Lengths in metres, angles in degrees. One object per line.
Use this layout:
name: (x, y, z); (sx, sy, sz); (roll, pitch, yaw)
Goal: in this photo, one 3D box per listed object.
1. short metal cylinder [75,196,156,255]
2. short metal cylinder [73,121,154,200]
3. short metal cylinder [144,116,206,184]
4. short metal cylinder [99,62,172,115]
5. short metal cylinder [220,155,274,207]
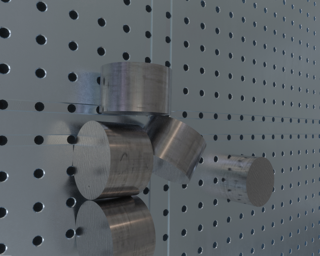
short metal cylinder: (-0.049, 0.114, 0.332); (0.050, 0.080, 0.080); (0, 90, -40)
short metal cylinder: (-0.052, 0.034, 0.330); (0.050, 0.080, 0.080); (5, 87, -40)
short metal cylinder: (0.010, 0.028, 0.381); (0.080, 0.080, 0.050); (43, 64, -32)
short metal cylinder: (-0.027, -0.041, 0.350); (0.081, 0.080, 0.050); (2, 89, -40)
short metal cylinder: (0.146, 0.086, 0.515); (0.081, 0.050, 0.079); (0, 90, -40)
